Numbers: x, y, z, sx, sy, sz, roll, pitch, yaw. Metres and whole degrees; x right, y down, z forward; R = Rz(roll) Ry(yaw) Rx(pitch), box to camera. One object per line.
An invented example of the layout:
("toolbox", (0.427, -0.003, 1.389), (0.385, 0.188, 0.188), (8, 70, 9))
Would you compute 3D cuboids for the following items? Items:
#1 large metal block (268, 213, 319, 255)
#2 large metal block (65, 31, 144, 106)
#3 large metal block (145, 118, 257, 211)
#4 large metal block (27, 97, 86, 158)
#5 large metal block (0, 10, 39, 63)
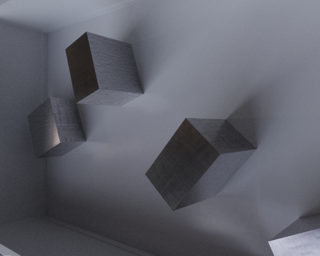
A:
("large metal block", (0.148, 0.095, 0.248), (0.080, 0.081, 0.050), (-33, 70, 35))
("large metal block", (-0.077, -0.078, 0.435), (0.050, 0.081, 0.080), (-23, 76, 38))
("large metal block", (0.045, 0.036, 0.334), (0.050, 0.081, 0.080), (49, 119, 29))
("large metal block", (-0.182, 0.001, 0.541), (0.080, 0.050, 0.080), (-28, 73, 36))
("large metal block", (-0.303, -0.190, 0.644), (0.080, 0.050, 0.079), (36, 112, 34))
